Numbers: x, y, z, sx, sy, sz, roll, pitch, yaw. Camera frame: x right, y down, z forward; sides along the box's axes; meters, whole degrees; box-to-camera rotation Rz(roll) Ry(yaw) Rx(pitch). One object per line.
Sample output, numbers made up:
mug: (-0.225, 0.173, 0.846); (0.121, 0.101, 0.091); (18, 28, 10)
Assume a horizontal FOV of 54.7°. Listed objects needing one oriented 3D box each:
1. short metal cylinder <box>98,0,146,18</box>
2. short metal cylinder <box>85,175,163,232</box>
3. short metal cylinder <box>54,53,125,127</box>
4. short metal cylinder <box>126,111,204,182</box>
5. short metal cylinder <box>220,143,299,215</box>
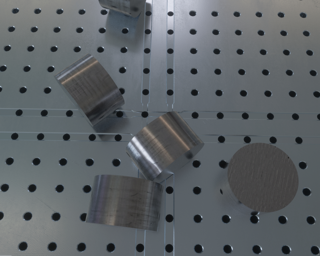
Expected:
short metal cylinder: (-0.051, -0.212, 0.459); (0.050, 0.080, 0.080); (20, 71, 7)
short metal cylinder: (-0.039, 0.086, 0.350); (0.080, 0.080, 0.050); (7, 70, 2)
short metal cylinder: (-0.090, -0.048, 0.399); (0.050, 0.080, 0.080); (-38, 75, -13)
short metal cylinder: (0.006, 0.025, 0.373); (0.080, 0.080, 0.050); (-36, 74, -12)
short metal cylinder: (0.117, 0.063, 0.376); (0.081, 0.050, 0.080); (0, 70, 0)
